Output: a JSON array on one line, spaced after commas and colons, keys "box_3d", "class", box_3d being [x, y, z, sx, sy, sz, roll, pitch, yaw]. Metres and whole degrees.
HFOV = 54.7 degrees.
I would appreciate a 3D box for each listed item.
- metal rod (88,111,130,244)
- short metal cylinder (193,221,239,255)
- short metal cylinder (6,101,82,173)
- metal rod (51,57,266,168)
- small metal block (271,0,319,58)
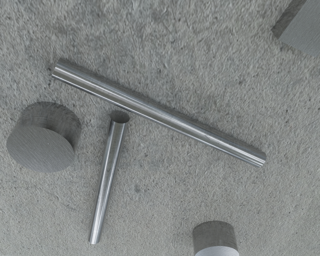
[{"box_3d": [-0.087, 0.096, 0.488, 0.025, 0.025, 0.298, 11, 129, -9], "class": "metal rod"}, {"box_3d": [0.102, 0.217, 0.577, 0.081, 0.050, 0.079, 0, 130, 0], "class": "short metal cylinder"}, {"box_3d": [-0.147, 0.012, 0.400, 0.081, 0.050, 0.079, 0, 130, 0], "class": "short metal cylinder"}, {"box_3d": [0.014, -0.011, 0.397, 0.302, 0.025, 0.025, 24, 126, -19], "class": "metal rod"}, {"box_3d": [0.153, -0.108, 0.317, 0.050, 0.025, 0.050, 19, 128, -16], "class": "small metal block"}]
